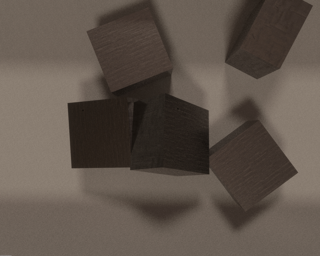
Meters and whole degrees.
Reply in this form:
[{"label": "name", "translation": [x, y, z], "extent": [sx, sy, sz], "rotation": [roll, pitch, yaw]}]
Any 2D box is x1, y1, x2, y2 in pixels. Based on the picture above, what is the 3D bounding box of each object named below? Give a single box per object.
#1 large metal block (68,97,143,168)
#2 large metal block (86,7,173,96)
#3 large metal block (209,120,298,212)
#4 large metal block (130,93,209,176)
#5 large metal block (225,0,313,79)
[{"label": "large metal block", "translation": [-0.063, 0.006, 0.386], "extent": [0.080, 0.050, 0.079], "rotation": [-4, 90, 20]}, {"label": "large metal block", "translation": [-0.036, -0.095, 0.398], "extent": [0.080, 0.050, 0.080], "rotation": [-22, 90, -1]}, {"label": "large metal block", "translation": [0.112, 0.046, 0.401], "extent": [0.080, 0.050, 0.080], "rotation": [-37, 91, -1]}, {"label": "large metal block", "translation": [0.014, 0.012, 0.366], "extent": [0.050, 0.080, 0.080], "rotation": [-12, 70, 42]}, {"label": "large metal block", "translation": [0.130, -0.113, 0.386], "extent": [0.050, 0.080, 0.080], "rotation": [28, 90, -1]}]
